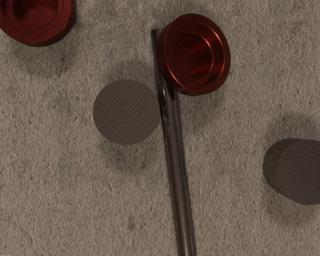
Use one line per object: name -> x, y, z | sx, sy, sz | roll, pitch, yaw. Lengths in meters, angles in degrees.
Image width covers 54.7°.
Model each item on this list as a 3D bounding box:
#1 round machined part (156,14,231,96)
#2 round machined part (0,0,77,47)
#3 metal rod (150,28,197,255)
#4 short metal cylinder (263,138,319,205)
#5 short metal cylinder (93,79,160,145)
round machined part -> 0.038, -0.088, 0.389 | 0.099, 0.042, 0.097 | 2, 86, -29
round machined part -> -0.157, -0.153, 0.399 | 0.099, 0.042, 0.097 | 0, 90, -1
metal rod -> 0.018, 0.020, 0.410 | 0.025, 0.025, 0.298 | -7, 90, 0
short metal cylinder -> 0.181, 0.054, 0.400 | 0.081, 0.050, 0.079 | 0, 90, -1
short metal cylinder -> -0.041, -0.019, 0.397 | 0.081, 0.050, 0.079 | 0, 90, -1
